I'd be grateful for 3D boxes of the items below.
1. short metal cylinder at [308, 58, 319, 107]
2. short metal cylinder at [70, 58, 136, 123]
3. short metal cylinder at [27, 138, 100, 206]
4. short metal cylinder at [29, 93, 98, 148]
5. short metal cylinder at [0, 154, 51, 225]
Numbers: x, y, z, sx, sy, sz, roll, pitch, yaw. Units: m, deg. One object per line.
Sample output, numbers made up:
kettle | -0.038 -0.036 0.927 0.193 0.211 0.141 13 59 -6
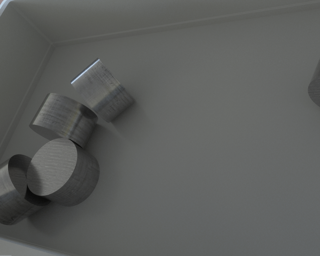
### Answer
short metal cylinder | 0.194 -0.049 0.299 0.080 0.080 0.050 17 71 34
short metal cylinder | -0.080 -0.054 0.444 0.050 0.080 0.080 -41 51 0
short metal cylinder | -0.130 0.060 0.419 0.080 0.050 0.080 -13 56 20
short metal cylinder | -0.137 -0.007 0.444 0.080 0.080 0.050 9 67 32
short metal cylinder | -0.193 0.083 0.419 0.050 0.080 0.080 -33 52 7
